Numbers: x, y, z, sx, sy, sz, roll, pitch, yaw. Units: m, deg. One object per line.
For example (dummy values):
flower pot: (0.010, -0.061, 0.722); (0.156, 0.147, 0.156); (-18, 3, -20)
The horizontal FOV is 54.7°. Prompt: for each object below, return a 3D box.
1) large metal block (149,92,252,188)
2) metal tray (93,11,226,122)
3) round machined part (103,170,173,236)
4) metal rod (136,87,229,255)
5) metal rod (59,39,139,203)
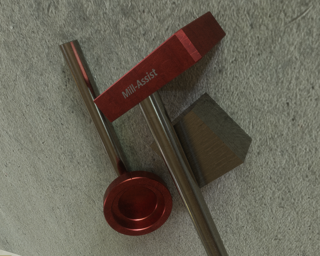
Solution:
large metal block: (0.049, 0.018, 0.375); (0.080, 0.050, 0.080); (45, 129, -4)
metal tray: (-0.001, -0.063, 0.325); (0.130, 0.090, 0.030); (-31, 101, 37)
round machined part: (-0.034, 0.106, 0.458); (0.099, 0.042, 0.097); (-4, 110, -10)
metal rod: (0.041, 0.089, 0.374); (0.025, 0.025, 0.299); (-10, 116, 32)
metal rod: (-0.073, 0.020, 0.455); (0.025, 0.025, 0.298); (-5, 116, 30)
